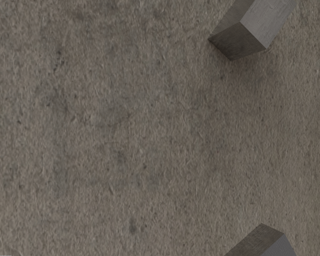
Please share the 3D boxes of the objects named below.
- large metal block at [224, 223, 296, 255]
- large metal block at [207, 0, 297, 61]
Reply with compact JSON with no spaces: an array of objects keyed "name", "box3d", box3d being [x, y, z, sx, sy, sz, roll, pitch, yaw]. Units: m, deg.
[{"name":"large metal block","box3d":[0.155,0.203,0.455,0.080,0.050,0.080,-33,101,-17]},{"name":"large metal block","box3d":[0.124,-0.146,0.427,0.050,0.080,0.080,39,78,-16]}]
